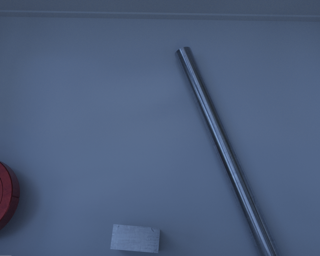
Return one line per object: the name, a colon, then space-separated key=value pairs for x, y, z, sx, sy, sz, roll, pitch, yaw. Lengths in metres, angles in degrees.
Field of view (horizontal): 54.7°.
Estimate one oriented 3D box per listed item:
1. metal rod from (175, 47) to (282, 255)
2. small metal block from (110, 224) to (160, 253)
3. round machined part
metal rod: x=0.082 y=0.023 z=0.402 sx=0.025 sy=0.025 sz=0.299 roll=-18 pitch=71 yaw=-7
small metal block: x=-0.026 y=0.125 z=0.350 sx=0.050 sy=0.050 sz=0.025 roll=5 pitch=70 yaw=1
round machined part: x=-0.216 y=0.084 z=0.367 sx=0.099 sy=0.042 sz=0.098 roll=0 pitch=70 yaw=-1
